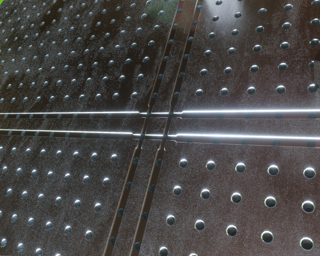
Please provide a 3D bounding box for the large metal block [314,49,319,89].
[{"bbox_3d":[0.220,-0.077,0.324,0.080,0.050,0.080,25,75,36],"label":"large metal block"}]
